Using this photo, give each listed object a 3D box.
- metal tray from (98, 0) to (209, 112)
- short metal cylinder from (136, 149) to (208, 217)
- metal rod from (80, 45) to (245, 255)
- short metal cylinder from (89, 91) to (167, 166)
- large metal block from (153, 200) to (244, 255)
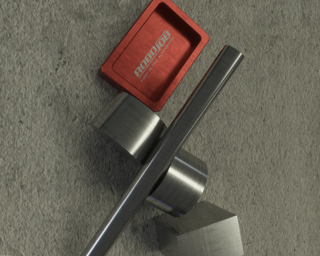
[{"bbox_3d":[-0.006,-0.096,0.404,0.090,0.030,0.130,38,78,-16],"label":"metal tray"},{"bbox_3d":[0.014,0.063,0.385,0.050,0.080,0.080,32,80,-18],"label":"short metal cylinder"},{"bbox_3d":[-0.005,0.042,0.344,0.025,0.025,0.299,32,97,-18],"label":"metal rod"},{"bbox_3d":[-0.036,0.002,0.367,0.080,0.080,0.050,43,77,-15],"label":"short metal cylinder"},{"bbox_3d":[0.046,0.137,0.397,0.081,0.080,0.050,-12,94,-20],"label":"large metal block"}]
